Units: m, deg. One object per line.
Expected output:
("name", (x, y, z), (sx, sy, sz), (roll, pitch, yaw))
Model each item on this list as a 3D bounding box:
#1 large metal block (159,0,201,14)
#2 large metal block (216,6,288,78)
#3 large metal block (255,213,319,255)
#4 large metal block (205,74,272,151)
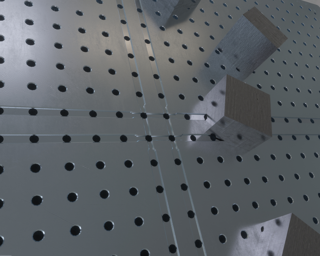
("large metal block", (0.032, -0.266, 0.571), (0.080, 0.050, 0.080), (-33, 81, -38))
("large metal block", (0.161, -0.151, 0.551), (0.080, 0.080, 0.050), (46, 51, 3))
("large metal block", (0.166, 0.166, 0.380), (0.080, 0.050, 0.080), (38, 51, -3))
("large metal block", (0.119, -0.022, 0.469), (0.080, 0.050, 0.080), (22, 54, -15))
